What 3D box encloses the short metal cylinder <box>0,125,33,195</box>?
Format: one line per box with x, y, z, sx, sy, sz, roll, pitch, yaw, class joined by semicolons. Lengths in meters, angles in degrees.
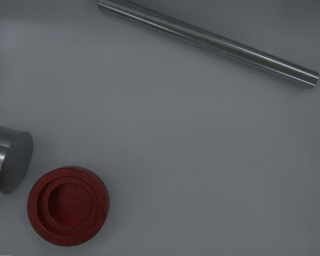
-0.200;0.037;0.381;0.050;0.080;0.080;14;90;0;short metal cylinder

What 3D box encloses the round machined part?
-0.114;0.098;0.402;0.099;0.042;0.097;0;90;-1;round machined part

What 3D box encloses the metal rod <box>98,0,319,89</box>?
0.064;-0.116;0.412;0.301;0.025;0.025;20;90;-1;metal rod
